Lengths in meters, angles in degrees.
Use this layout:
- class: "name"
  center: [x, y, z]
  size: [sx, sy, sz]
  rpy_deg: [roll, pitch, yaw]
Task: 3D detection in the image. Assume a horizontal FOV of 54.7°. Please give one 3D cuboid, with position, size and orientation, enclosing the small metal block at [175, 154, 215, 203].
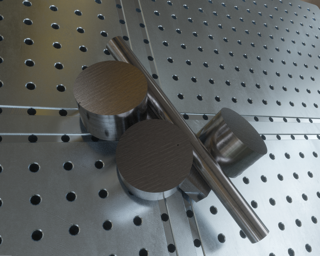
- class: "small metal block"
  center: [0.045, 0.057, 0.393]
  size: [0.050, 0.025, 0.050]
  rpy_deg: [42, 51, 1]

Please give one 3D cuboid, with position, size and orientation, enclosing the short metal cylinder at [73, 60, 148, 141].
- class: "short metal cylinder"
  center: [-0.055, -0.032, 0.360]
  size: [0.081, 0.050, 0.080]
  rpy_deg: [2, 56, -2]

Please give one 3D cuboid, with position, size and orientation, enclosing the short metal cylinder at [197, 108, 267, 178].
- class: "short metal cylinder"
  center: [0.094, 0.019, 0.410]
  size: [0.080, 0.050, 0.080]
  rpy_deg: [32, 29, -20]

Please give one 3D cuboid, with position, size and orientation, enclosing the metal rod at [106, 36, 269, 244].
- class: "metal rod"
  center: [0.027, 0.006, 0.382]
  size: [0.025, 0.025, 0.299]
  rpy_deg: [-29, 77, -37]

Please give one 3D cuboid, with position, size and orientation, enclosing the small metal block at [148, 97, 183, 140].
- class: "small metal block"
  center: [-0.005, -0.011, 0.408]
  size: [0.050, 0.025, 0.050]
  rpy_deg: [40, 51, -1]

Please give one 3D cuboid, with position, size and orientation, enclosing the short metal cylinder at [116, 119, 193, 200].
- class: "short metal cylinder"
  center: [-0.007, 0.036, 0.344]
  size: [0.081, 0.050, 0.080]
  rpy_deg: [1, 68, -3]
